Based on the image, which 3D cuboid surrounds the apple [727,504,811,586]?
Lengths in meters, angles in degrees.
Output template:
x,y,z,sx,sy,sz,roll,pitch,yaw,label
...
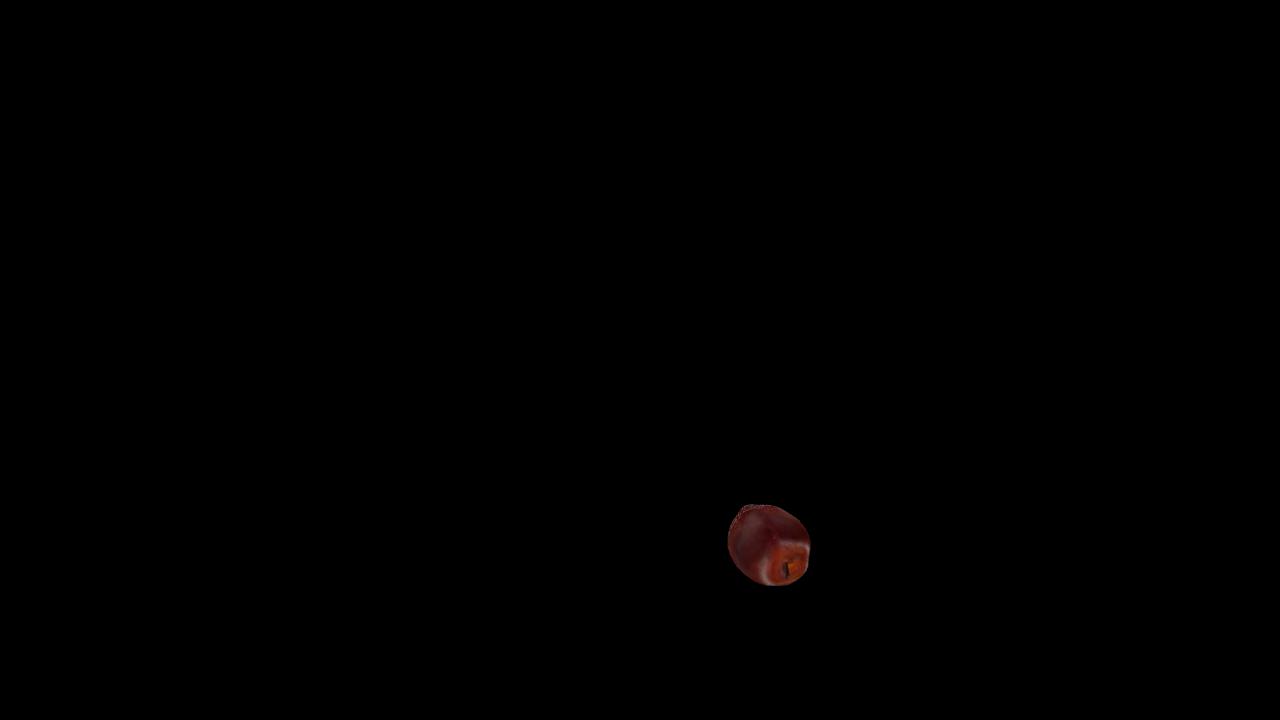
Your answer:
x,y,z,sx,sy,sz,roll,pitch,yaw,label
0.130,0.188,0.627,0.079,0.079,0.093,0,21,-19,apple
